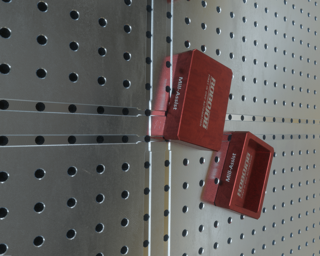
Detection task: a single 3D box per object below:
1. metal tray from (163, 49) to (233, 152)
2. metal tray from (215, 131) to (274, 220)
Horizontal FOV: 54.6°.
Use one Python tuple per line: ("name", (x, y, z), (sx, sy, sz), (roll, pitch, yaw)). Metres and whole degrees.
("metal tray", (0.059, -0.037, 0.454), (0.091, 0.030, 0.130), (18, 79, -38))
("metal tray", (0.147, 0.080, 0.527), (0.090, 0.030, 0.130), (28, 73, -36))
